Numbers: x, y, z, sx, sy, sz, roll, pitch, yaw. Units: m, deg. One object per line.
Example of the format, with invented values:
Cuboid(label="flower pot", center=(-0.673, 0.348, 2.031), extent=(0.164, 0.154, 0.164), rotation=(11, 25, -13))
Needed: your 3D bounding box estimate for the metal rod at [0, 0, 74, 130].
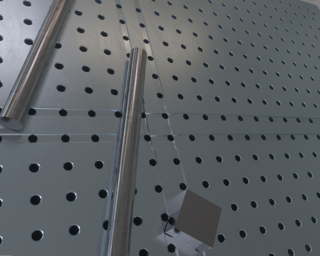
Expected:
Cuboid(label="metal rod", center=(-0.144, -0.129, 0.408), extent=(0.025, 0.025, 0.300), rotation=(18, 54, -18))

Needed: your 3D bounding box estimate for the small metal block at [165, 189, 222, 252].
Cuboid(label="small metal block", center=(0.040, 0.108, 0.364), extent=(0.050, 0.025, 0.050), rotation=(31, 52, -9))

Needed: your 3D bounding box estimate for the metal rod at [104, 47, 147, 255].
Cuboid(label="metal rod", center=(-0.038, 0.017, 0.377), extent=(0.025, 0.025, 0.300), rotation=(16, 55, -20))
